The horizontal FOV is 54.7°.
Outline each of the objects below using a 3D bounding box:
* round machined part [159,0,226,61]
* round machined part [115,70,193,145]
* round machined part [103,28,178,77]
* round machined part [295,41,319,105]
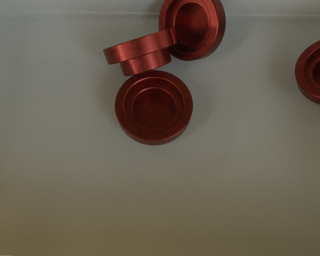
[{"bbox_3d":[0.049,-0.145,0.435,0.042,0.097,0.098,-22,67,-47],"label":"round machined part"},{"bbox_3d":[-0.008,-0.023,0.409,0.099,0.042,0.098,0,70,0],"label":"round machined part"},{"bbox_3d":[-0.023,-0.100,0.418,0.099,0.098,0.042,-20,107,-7],"label":"round machined part"},{"bbox_3d":[0.236,-0.071,0.414,0.098,0.042,0.098,-13,60,24],"label":"round machined part"}]
